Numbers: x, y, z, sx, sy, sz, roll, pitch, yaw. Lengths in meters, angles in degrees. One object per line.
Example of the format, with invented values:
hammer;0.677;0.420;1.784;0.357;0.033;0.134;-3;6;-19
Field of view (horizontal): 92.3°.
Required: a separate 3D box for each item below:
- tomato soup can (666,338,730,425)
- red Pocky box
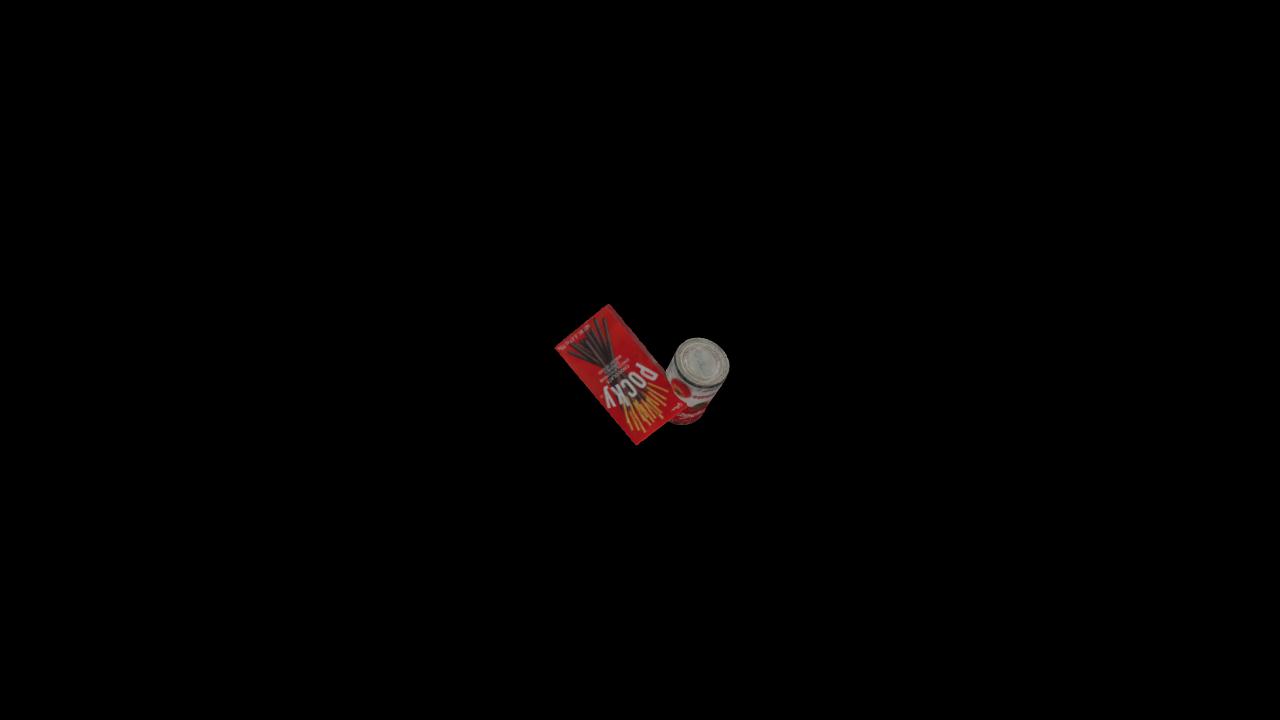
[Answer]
tomato soup can;0.061;0.026;0.739;0.068;0.068;0.101;0;-31;-15
red Pocky box;-0.020;0.018;0.729;0.083;0.155;0.028;-39;5;11
